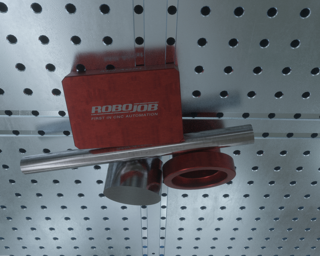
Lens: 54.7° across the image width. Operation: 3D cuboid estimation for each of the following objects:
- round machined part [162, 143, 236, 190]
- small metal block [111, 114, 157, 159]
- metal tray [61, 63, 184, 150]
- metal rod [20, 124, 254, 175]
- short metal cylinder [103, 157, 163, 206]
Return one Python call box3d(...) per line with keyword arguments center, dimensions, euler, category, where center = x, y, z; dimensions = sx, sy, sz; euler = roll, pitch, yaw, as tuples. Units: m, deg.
box3d(center=(0.052, 0.051, 0.429), dimensions=(0.099, 0.042, 0.098), euler=(-4, 152, -2), category="round machined part")
box3d(center=(-0.036, 0.013, 0.433), dimensions=(0.050, 0.025, 0.050), euler=(14, 129, -12), category="small metal block")
box3d(center=(-0.040, -0.025, 0.368), dimensions=(0.131, 0.030, 0.089), euler=(-4, 112, 2), category="metal tray")
box3d(center=(-0.033, 0.029, 0.402), dimensions=(0.302, 0.025, 0.025), euler=(-8, 130, 6), category="metal rod")
box3d(center=(-0.036, 0.074, 0.442), dimensions=(0.080, 0.050, 0.080), euler=(4, 149, 3), category="short metal cylinder")
